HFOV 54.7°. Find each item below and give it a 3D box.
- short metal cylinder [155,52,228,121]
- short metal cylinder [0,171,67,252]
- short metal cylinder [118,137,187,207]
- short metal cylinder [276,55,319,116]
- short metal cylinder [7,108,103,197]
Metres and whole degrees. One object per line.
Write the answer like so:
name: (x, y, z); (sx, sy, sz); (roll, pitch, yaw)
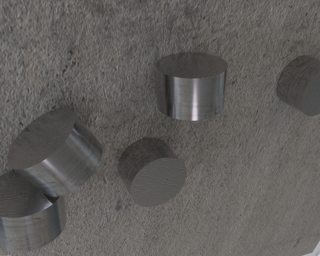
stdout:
short metal cylinder: (0.036, -0.050, 0.359); (0.081, 0.080, 0.050); (-15, 125, -20)
short metal cylinder: (-0.148, 0.088, 0.345); (0.081, 0.080, 0.050); (-9, 123, -24)
short metal cylinder: (-0.011, 0.060, 0.421); (0.081, 0.050, 0.079); (-14, 124, -21)
short metal cylinder: (0.228, -0.065, 0.475); (0.081, 0.050, 0.079); (-14, 124, -21)
short metal cylinder: (-0.109, 0.025, 0.327); (0.080, 0.080, 0.050); (-36, 129, -4)
